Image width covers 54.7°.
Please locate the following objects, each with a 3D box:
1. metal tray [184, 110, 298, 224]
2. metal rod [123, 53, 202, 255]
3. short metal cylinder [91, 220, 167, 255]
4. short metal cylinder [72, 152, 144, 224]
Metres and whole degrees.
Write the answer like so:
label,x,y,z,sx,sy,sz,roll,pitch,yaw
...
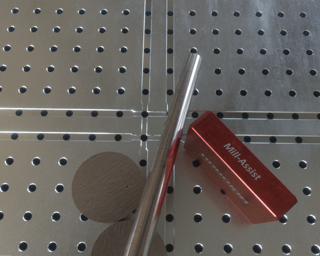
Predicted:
label,x,y,z,sx,sy,sz,roll,pitch,yaw
metal tray,0.084,0.049,0.359,0.030,0.090,0.130,-39,75,-13
metal rod,0.010,0.023,0.371,0.025,0.025,0.300,15,58,5
short metal cylinder,-0.032,0.145,0.345,0.081,0.050,0.080,0,70,0
short metal cylinder,-0.059,0.073,0.371,0.081,0.050,0.080,0,70,0
